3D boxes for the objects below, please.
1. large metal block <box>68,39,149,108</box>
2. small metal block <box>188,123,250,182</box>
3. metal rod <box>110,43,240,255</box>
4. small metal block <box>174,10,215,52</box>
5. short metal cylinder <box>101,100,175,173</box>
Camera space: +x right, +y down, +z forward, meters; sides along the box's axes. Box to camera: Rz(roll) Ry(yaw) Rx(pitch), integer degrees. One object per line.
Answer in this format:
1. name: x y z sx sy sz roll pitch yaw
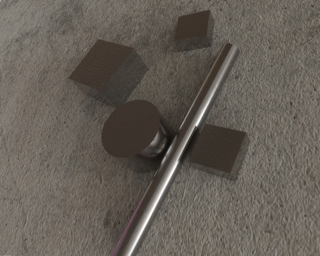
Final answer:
1. large metal block: -0.079 -0.084 0.479 0.080 0.050 0.080 24 74 36
2. small metal block: 0.068 0.027 0.351 0.050 0.025 0.050 14 69 33
3. metal rod: 0.026 0.020 0.376 0.025 0.025 0.300 18 71 34
4. small metal block: 0.052 -0.145 0.464 0.050 0.025 0.050 -3 60 26
5. short metal cylinder: -0.026 0.011 0.394 0.080 0.050 0.080 -13 56 20
